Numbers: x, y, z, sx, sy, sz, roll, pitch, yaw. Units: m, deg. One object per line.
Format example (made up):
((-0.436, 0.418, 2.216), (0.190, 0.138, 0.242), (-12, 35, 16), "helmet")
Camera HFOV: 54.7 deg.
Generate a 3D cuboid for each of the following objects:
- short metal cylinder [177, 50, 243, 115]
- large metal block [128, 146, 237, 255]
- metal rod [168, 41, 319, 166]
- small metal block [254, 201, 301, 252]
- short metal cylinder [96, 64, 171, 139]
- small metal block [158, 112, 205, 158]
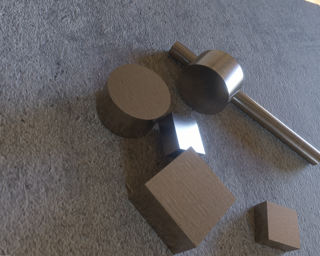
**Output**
((0.072, -0.066, 0.447), (0.080, 0.080, 0.050), (43, 51, 1), "short metal cylinder")
((0.026, 0.081, 0.352), (0.081, 0.050, 0.080), (-35, 82, -38), "large metal block")
((0.140, -0.038, 0.502), (0.301, 0.025, 0.025), (37, 51, -4), "metal rod")
((0.153, 0.130, 0.407), (0.050, 0.025, 0.050), (21, 54, -16), "small metal block")
((-0.034, -0.033, 0.390), (0.081, 0.050, 0.080), (13, 56, -21), "short metal cylinder")
((0.028, 0.012, 0.401), (0.050, 0.025, 0.050), (16, 53, -44), "small metal block")
